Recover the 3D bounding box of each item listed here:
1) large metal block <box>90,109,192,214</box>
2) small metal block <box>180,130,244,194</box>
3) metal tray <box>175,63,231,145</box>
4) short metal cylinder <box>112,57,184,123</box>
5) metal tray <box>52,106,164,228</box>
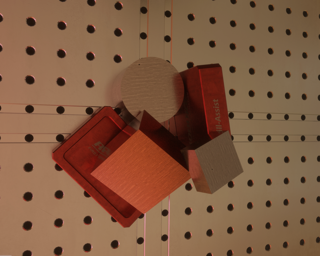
[{"bbox_3d":[-0.019,0.040,0.360,0.080,0.050,0.080,41,112,-16],"label":"large metal block"},{"bbox_3d":[0.057,0.036,0.335,0.050,0.025,0.050,-27,100,-30],"label":"small metal block"},{"bbox_3d":[0.051,-0.010,0.398,0.030,0.090,0.129,-10,94,-20],"label":"metal tray"},{"bbox_3d":[-0.016,-0.046,0.394,0.081,0.050,0.079,0,90,-21],"label":"short metal cylinder"},{"bbox_3d":[-0.057,0.048,0.389,0.090,0.030,0.130,-45,104,-15],"label":"metal tray"}]
